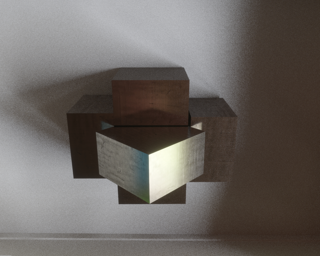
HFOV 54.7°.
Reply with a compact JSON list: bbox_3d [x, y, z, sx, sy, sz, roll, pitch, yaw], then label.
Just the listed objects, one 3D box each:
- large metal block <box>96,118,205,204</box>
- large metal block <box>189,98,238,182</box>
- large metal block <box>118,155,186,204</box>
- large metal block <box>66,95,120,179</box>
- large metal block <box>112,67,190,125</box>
[{"bbox_3d":[-0.010,0.027,0.330,0.081,0.080,0.050,-19,117,-42],"label":"large metal block"},{"bbox_3d":[0.058,0.012,0.383,0.050,0.080,0.079,0,110,-1],"label":"large metal block"},{"bbox_3d":[-0.009,0.054,0.401,0.081,0.080,0.050,0,110,0],"label":"large metal block"},{"bbox_3d":[-0.075,0.008,0.383,0.050,0.080,0.079,0,110,0],"label":"large metal block"},{"bbox_3d":[-0.010,-0.040,0.366,0.081,0.080,0.050,0,110,0],"label":"large metal block"}]
